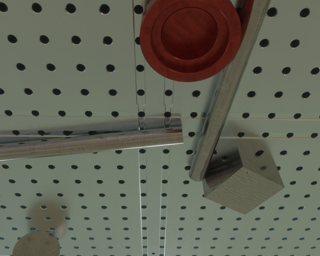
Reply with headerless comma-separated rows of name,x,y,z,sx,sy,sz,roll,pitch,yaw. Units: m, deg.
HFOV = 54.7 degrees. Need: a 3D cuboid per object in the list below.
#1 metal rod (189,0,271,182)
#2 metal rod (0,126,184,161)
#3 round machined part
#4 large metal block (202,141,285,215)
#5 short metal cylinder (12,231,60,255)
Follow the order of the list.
metal rod,0.079,-0.040,0.378,0.025,0.025,0.298,6,130,-6
metal rod,-0.119,0.024,0.430,0.302,0.025,0.025,-6,130,4
round machined part,0.029,-0.099,0.316,0.099,0.042,0.097,-1,130,0
large metal block,0.121,0.077,0.463,0.080,0.050,0.080,27,125,-22
short metal cylinder,-0.230,0.242,0.578,0.081,0.080,0.050,11,129,-9
